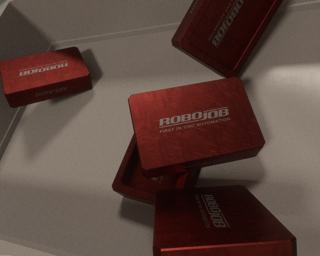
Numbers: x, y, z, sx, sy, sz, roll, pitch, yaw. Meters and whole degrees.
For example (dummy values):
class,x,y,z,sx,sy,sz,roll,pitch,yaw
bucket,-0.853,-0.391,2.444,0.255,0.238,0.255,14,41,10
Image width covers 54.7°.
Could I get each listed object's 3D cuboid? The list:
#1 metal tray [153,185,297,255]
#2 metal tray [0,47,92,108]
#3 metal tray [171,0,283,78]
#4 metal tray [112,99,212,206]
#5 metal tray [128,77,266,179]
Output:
class,x,y,z,sx,sy,sz,roll,pitch,yaw
metal tray,0.042,0.081,0.255,0.091,0.130,0.030,-4,95,0
metal tray,-0.189,-0.088,0.515,0.131,0.030,0.090,-17,51,-18
metal tray,0.085,-0.136,0.377,0.129,0.090,0.030,-60,24,8
metal tray,0.007,0.029,0.379,0.090,0.030,0.130,8,66,31
metal tray,0.037,-0.002,0.343,0.131,0.030,0.090,-11,65,-6
